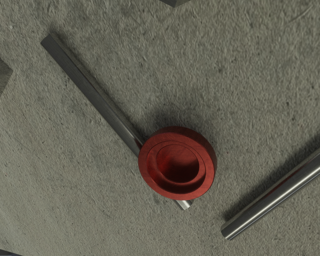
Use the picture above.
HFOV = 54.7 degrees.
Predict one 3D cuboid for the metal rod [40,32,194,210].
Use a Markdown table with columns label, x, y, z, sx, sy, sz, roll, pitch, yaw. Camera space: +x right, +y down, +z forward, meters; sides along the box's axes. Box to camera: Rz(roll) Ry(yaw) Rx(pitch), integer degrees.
| label | x | y | z | sx | sy | sz | roll | pitch | yaw |
| --- | --- | --- | --- | --- | --- | --- | --- | --- | --- |
| metal rod | -0.054 | -0.003 | 0.431 | 0.025 | 0.025 | 0.300 | -33 | 101 | 38 |

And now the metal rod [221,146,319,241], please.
| label | x | y | z | sx | sy | sz | roll | pitch | yaw |
| --- | --- | --- | --- | --- | --- | --- | --- | --- | --- |
| metal rod | 0.163 | 0.054 | 0.353 | 0.025 | 0.025 | 0.298 | 36 | 129 | 3 |

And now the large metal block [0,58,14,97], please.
| label | x | y | z | sx | sy | sz | roll | pitch | yaw |
| --- | --- | --- | --- | --- | --- | --- | --- | --- | --- |
| large metal block | -0.292 | -0.086 | 0.488 | 0.080 | 0.050 | 0.080 | 46 | 129 | -5 |

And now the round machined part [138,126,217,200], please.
| label | x | y | z | sx | sy | sz | roll | pitch | yaw |
| --- | --- | --- | --- | --- | --- | --- | --- | --- | --- |
| round machined part | 0.025 | 0.041 | 0.401 | 0.098 | 0.042 | 0.097 | 7 | 116 | 16 |

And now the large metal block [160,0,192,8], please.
| label | x | y | z | sx | sy | sz | roll | pitch | yaw |
| --- | --- | --- | --- | --- | --- | --- | --- | --- | --- |
| large metal block | 0.002 | -0.170 | 0.284 | 0.080 | 0.050 | 0.079 | 30 | 128 | 8 |
